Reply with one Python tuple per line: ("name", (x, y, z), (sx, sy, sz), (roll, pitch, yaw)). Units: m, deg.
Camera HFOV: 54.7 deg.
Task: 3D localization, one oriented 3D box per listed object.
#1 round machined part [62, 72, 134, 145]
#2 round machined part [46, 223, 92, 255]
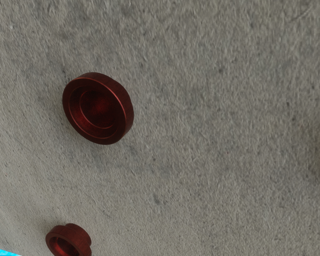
("round machined part", (-0.078, -0.029, 0.417), (0.098, 0.042, 0.097), (13, 124, 20))
("round machined part", (-0.180, 0.235, 0.633), (0.098, 0.042, 0.097), (13, 124, 20))
